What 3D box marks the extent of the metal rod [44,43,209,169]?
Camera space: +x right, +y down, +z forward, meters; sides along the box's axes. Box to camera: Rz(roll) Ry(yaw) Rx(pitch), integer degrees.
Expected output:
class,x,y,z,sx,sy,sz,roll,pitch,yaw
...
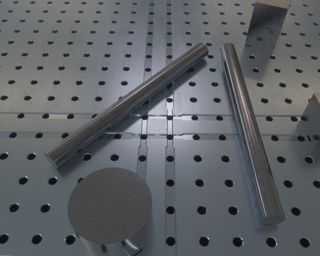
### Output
class,x,y,z,sx,sy,sz,roll,pitch,yaw
metal rod,-0.030,-0.046,0.445,0.025,0.025,0.302,35,58,25

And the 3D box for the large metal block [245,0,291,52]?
class,x,y,z,sx,sy,sz,roll,pitch,yaw
large metal block,0.190,-0.193,0.536,0.050,0.080,0.080,20,53,15

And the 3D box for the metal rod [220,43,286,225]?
class,x,y,z,sx,sy,sz,roll,pitch,yaw
metal rod,0.116,-0.018,0.423,0.025,0.025,0.300,-1,50,-1

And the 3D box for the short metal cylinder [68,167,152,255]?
class,x,y,z,sx,sy,sz,roll,pitch,yaw
short metal cylinder,-0.048,0.088,0.317,0.081,0.050,0.080,0,50,0

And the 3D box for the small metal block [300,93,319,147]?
class,x,y,z,sx,sy,sz,roll,pitch,yaw
small metal block,0.212,-0.011,0.402,0.025,0.050,0.050,-4,50,-3
